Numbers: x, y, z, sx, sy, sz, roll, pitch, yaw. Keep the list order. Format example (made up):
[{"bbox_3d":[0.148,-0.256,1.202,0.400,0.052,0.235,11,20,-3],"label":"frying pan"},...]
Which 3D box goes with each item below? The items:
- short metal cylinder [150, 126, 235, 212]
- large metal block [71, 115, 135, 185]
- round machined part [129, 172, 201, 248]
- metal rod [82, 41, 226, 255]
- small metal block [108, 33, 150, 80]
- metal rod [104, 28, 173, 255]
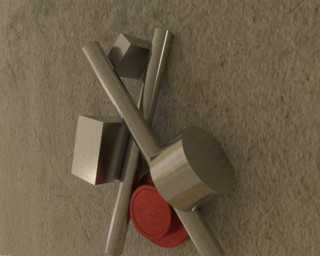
[{"bbox_3d":[0.036,0.045,0.340,0.050,0.081,0.080,-39,67,33],"label":"short metal cylinder"},{"bbox_3d":[-0.068,0.027,0.424,0.050,0.081,0.079,15,100,39],"label":"large metal block"},{"bbox_3d":[0.000,0.103,0.395,0.098,0.042,0.097,0,90,39],"label":"round machined part"},{"bbox_3d":[-0.015,0.019,0.372,0.025,0.025,0.299,-39,75,33],"label":"metal rod"},{"bbox_3d":[-0.041,-0.096,0.421,0.050,0.050,0.025,-52,60,27],"label":"small metal block"},{"bbox_3d":[-0.029,0.020,0.408,0.025,0.025,0.298,15,93,38],"label":"metal rod"}]
